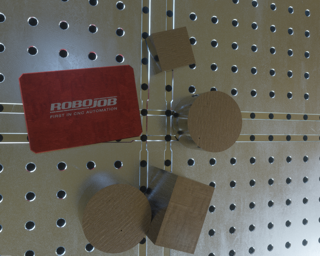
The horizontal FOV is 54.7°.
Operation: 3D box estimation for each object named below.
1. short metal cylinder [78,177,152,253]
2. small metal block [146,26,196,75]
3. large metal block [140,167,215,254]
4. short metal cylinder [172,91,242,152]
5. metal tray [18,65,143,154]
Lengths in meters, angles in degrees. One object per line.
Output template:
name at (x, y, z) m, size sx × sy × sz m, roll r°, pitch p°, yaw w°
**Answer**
short metal cylinder at (-0.056, 0.104, 0.379) m, size 0.081 × 0.050 × 0.079 m, roll 0°, pitch 90°, yaw -20°
small metal block at (0.015, -0.104, 0.418) m, size 0.050 × 0.025 × 0.050 m, roll -18°, pitch 96°, yaw -19°
large metal block at (0.016, 0.099, 0.389) m, size 0.050 × 0.080 × 0.080 m, roll 21°, pitch 83°, yaw -19°
short metal cylinder at (0.063, -0.008, 0.422) m, size 0.081 × 0.050 × 0.079 m, roll 0°, pitch 90°, yaw -21°
metal tray at (-0.093, -0.025, 0.376) m, size 0.131 × 0.030 × 0.089 m, roll -9°, pitch 93°, yaw -20°
